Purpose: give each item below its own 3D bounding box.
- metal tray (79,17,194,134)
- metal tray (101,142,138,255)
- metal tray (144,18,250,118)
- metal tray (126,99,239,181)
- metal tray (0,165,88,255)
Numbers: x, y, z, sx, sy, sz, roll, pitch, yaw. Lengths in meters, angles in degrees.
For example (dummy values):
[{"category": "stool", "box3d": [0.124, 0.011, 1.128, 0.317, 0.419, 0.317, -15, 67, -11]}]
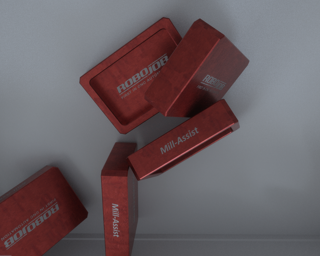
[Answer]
[{"category": "metal tray", "box3d": [-0.020, -0.063, 0.385, 0.130, 0.030, 0.090, -33, 107, 11]}, {"category": "metal tray", "box3d": [-0.050, 0.094, 0.409, 0.030, 0.090, 0.129, 2, 110, 3]}, {"category": "metal tray", "box3d": [0.047, -0.055, 0.338, 0.030, 0.131, 0.090, 42, 107, 19]}, {"category": "metal tray", "box3d": [0.033, 0.017, 0.381, 0.130, 0.090, 0.030, -32, 78, 11]}, {"category": "metal tray", "box3d": [-0.173, 0.122, 0.408, 0.131, 0.030, 0.090, -38, 110, -31]}]
